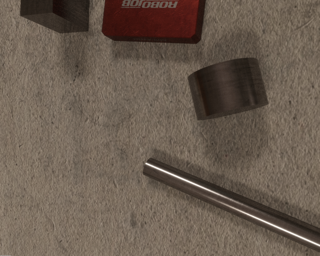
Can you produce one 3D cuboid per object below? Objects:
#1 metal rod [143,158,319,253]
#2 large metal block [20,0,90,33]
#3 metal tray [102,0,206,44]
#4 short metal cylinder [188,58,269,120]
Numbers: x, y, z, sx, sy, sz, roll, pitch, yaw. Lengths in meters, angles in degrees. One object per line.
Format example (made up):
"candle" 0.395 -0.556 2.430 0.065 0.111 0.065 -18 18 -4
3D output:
"metal rod" 0.117 0.102 0.367 0.301 0.025 0.025 21 97 18
"large metal block" -0.142 -0.184 0.428 0.050 0.080 0.079 2 91 20
"metal tray" -0.008 -0.161 0.408 0.130 0.030 0.089 8 93 19
"short metal cylinder" 0.076 -0.042 0.352 0.080 0.080 0.050 -14 86 19
